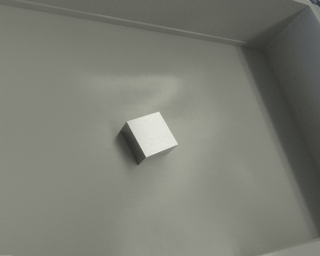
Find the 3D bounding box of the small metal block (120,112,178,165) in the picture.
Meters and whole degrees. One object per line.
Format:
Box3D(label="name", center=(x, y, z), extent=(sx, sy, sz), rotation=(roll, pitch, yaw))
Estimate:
Box3D(label="small metal block", center=(-0.014, 0.012, 0.390), extent=(0.050, 0.025, 0.050), rotation=(-19, 72, -35))
